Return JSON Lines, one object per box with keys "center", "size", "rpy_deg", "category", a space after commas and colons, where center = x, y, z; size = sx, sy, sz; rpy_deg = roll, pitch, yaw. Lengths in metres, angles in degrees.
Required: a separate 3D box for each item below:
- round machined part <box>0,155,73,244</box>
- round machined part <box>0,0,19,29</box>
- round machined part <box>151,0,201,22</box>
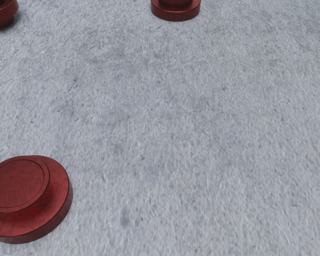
{"center": [-0.148, 0.069, 0.333], "size": [0.099, 0.042, 0.098], "rpy_deg": [0, 50, 0], "category": "round machined part"}
{"center": [-0.311, -0.216, 0.570], "size": [0.099, 0.042, 0.098], "rpy_deg": [0, 50, 0], "category": "round machined part"}
{"center": [0.031, -0.253, 0.605], "size": [0.099, 0.042, 0.098], "rpy_deg": [0, 50, 0], "category": "round machined part"}
